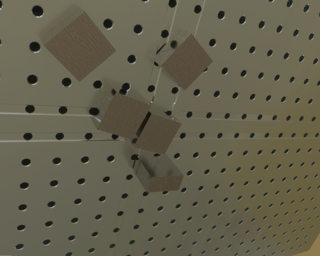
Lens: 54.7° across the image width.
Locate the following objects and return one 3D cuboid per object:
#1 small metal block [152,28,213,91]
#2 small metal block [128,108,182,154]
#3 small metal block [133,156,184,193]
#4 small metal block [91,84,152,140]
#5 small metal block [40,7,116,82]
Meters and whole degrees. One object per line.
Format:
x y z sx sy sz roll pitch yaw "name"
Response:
0.028 -0.083 0.377 0.050 0.025 0.050 -47 130 4 "small metal block"
-0.008 0.003 0.411 0.050 0.025 0.050 17 109 -35 "small metal block"
-0.003 0.063 0.434 0.050 0.050 0.025 2 117 -30 "small metal block"
-0.047 -0.019 0.375 0.050 0.025 0.050 19 108 -36 "small metal block"
-0.082 -0.084 0.315 0.050 0.025 0.050 -41 130 -1 "small metal block"
